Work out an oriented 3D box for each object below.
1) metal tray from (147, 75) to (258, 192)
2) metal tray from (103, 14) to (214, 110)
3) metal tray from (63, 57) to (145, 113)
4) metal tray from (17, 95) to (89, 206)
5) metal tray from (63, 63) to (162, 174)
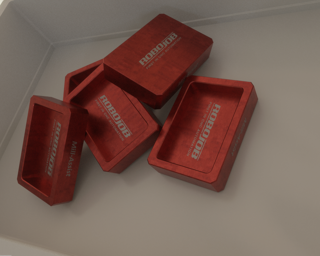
[{"bbox_3d":[0.052,0.001,0.371,0.090,0.030,0.130,13,68,33],"label":"metal tray"},{"bbox_3d":[0.000,-0.093,0.412,0.090,0.030,0.131,33,59,15],"label":"metal tray"},{"bbox_3d":[-0.089,-0.065,0.485,0.130,0.030,0.090,-19,54,16],"label":"metal tray"},{"bbox_3d":[-0.148,0.028,0.421,0.090,0.030,0.129,19,100,35],"label":"metal tray"},{"bbox_3d":[-0.064,-0.016,0.414,0.090,0.030,0.130,-41,66,8],"label":"metal tray"}]
